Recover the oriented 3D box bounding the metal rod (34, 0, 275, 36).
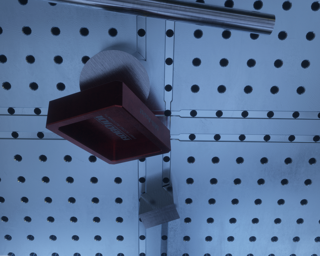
[{"bbox_3d":[-0.017,-0.142,0.360,0.302,0.025,0.025,7,110,-4],"label":"metal rod"}]

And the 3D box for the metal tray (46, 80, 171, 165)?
[{"bbox_3d":[-0.053,0.001,0.359,0.090,0.030,0.130,-14,151,20],"label":"metal tray"}]

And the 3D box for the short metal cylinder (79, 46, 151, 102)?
[{"bbox_3d":[-0.052,-0.057,0.378,0.081,0.050,0.079,0,110,-1],"label":"short metal cylinder"}]

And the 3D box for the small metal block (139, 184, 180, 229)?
[{"bbox_3d":[-0.001,0.111,0.441,0.050,0.050,0.025,-19,109,6],"label":"small metal block"}]
